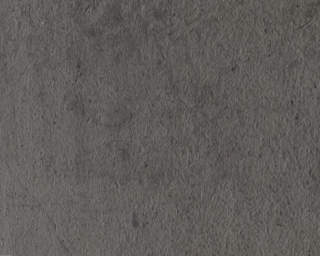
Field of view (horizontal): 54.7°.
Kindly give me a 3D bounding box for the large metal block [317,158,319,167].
[{"bbox_3d":[0.221,0.016,0.318,0.080,0.050,0.080,18,96,19],"label":"large metal block"}]
